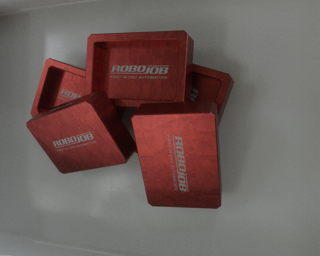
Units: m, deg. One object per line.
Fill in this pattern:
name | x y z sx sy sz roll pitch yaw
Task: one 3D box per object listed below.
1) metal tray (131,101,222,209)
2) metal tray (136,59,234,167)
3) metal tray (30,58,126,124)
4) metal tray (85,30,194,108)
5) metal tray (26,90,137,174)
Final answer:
metal tray | 0.024 0.035 0.363 0.090 0.030 0.129 -2 118 14
metal tray | 0.029 -0.016 0.395 0.090 0.030 0.129 20 97 18
metal tray | -0.115 -0.038 0.444 0.130 0.030 0.089 21 97 18
metal tray | -0.027 -0.070 0.383 0.130 0.030 0.089 4 91 19
metal tray | -0.104 0.010 0.405 0.130 0.030 0.090 -13 115 34
